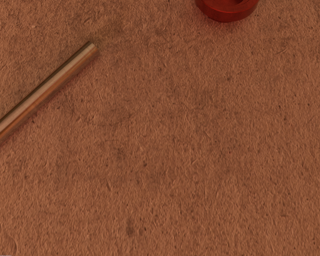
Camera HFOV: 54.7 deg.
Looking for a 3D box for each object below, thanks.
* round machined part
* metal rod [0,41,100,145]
[{"bbox_3d":[0.101,-0.202,0.474,0.099,0.042,0.098,0,70,0],"label":"round machined part"},{"bbox_3d":[-0.195,-0.010,0.410,0.025,0.025,0.301,39,74,13],"label":"metal rod"}]
